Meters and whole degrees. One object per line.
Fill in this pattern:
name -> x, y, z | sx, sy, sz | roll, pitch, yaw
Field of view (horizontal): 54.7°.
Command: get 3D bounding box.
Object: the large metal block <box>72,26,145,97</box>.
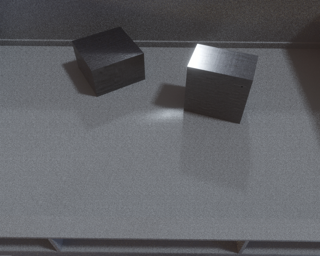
large metal block -> -0.078, -0.104, 0.475 | 0.081, 0.050, 0.080 | -24, 54, -19

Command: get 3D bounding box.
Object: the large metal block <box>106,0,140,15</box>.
large metal block -> -0.070, -0.283, 0.609 | 0.050, 0.080, 0.080 | 13, 51, 11

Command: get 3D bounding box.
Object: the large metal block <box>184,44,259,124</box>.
large metal block -> 0.080, -0.059, 0.419 | 0.080, 0.080, 0.050 | 14, 52, 12
